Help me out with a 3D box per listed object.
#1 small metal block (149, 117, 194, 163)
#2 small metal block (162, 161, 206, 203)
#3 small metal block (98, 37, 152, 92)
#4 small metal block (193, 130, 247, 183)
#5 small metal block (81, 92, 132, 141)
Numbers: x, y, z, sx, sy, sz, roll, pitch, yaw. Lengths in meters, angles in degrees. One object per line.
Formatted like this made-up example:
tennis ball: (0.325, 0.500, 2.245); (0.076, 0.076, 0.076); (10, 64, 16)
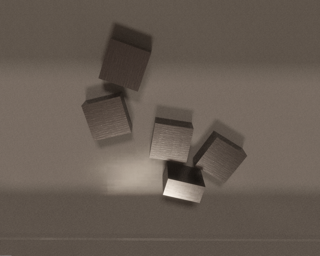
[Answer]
small metal block: (0.015, 0.016, 0.418); (0.050, 0.025, 0.050); (9, 110, -4)
small metal block: (0.031, 0.073, 0.426); (0.050, 0.050, 0.025); (14, 110, -6)
small metal block: (-0.042, -0.079, 0.382); (0.050, 0.025, 0.050); (18, 109, -7)
small metal block: (0.082, 0.040, 0.427); (0.050, 0.025, 0.050); (31, 107, -11)
small metal block: (-0.068, -0.015, 0.405); (0.050, 0.025, 0.050); (-13, 110, 4)
